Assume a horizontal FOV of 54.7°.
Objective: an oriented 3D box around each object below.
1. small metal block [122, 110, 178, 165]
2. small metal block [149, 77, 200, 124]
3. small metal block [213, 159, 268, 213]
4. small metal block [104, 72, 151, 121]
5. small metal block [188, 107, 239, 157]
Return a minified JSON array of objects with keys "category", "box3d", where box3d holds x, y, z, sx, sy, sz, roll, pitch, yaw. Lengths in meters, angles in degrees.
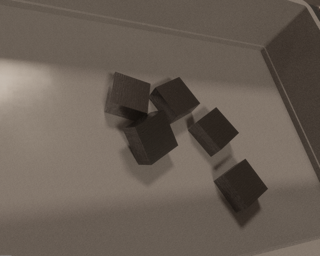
[{"category":"small metal block","box3d":[-0.011,0.011,0.382,0.050,0.025,0.050,-33,107,-38]},{"category":"small metal block","box3d":[0.021,-0.040,0.443,0.050,0.025,0.050,-30,78,-38]},{"category":"small metal block","box3d":[0.110,0.077,0.420,0.050,0.025,0.050,-27,77,-37]},{"category":"small metal block","box3d":[-0.042,-0.040,0.409,0.050,0.025,0.050,17,55,-19]},{"category":"small metal block","box3d":[0.077,0.005,0.446,0.050,0.025,0.050,50,51,6]}]
